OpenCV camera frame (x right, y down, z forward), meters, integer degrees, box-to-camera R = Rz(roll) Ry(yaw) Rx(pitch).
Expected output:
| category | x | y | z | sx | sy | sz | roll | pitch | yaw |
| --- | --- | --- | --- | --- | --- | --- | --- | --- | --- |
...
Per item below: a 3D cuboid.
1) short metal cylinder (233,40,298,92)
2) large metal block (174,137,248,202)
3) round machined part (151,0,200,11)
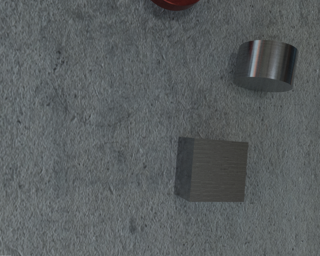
| category | x | y | z | sx | sy | sz | roll | pitch | yaw |
| --- | --- | --- | --- | --- | --- | --- | --- | --- | --- |
| short metal cylinder | 0.148 | -0.085 | 0.436 | 0.081 | 0.080 | 0.050 | 12 | 86 | -20 |
| large metal block | 0.069 | 0.055 | 0.423 | 0.081 | 0.050 | 0.080 | 5 | 88 | -20 |
| round machined part | 0.015 | -0.202 | 0.406 | 0.099 | 0.042 | 0.097 | 0 | 90 | -21 |
